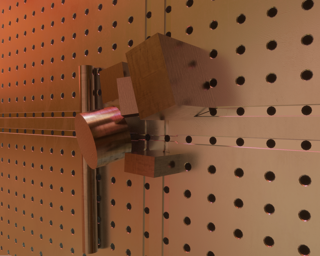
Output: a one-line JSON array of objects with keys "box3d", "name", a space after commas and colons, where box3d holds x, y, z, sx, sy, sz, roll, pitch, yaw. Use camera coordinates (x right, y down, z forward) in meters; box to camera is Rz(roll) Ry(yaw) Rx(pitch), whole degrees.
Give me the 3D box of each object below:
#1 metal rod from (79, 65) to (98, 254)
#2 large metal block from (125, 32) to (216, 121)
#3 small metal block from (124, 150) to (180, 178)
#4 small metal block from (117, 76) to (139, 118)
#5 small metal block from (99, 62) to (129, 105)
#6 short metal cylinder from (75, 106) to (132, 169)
[{"box3d": [-0.116, 0.049, 0.501, 0.025, 0.025, 0.298, -3, 88, 39], "name": "metal rod"}, {"box3d": [0.014, -0.054, 0.361, 0.050, 0.081, 0.080, -22, 77, 38], "name": "large metal block"}, {"box3d": [-0.010, 0.045, 0.399, 0.050, 0.050, 0.025, 4, 93, 39], "name": "small metal block"}, {"box3d": [-0.028, -0.043, 0.415, 0.050, 0.025, 0.050, -8, 84, 5], "name": "small metal block"}, {"box3d": [-0.061, -0.065, 0.458, 0.050, 0.025, 0.050, -13, 82, 39], "name": "small metal block"}, {"box3d": [-0.082, 0.013, 0.439, 0.080, 0.050, 0.079, 35, 133, 48], "name": "short metal cylinder"}]
